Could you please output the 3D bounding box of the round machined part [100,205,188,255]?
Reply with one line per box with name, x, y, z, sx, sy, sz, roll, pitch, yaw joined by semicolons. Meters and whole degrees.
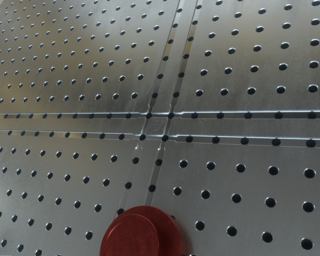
round machined part;-0.024;0.130;0.329;0.098;0.042;0.098;-13;56;20
